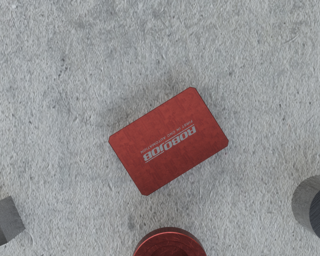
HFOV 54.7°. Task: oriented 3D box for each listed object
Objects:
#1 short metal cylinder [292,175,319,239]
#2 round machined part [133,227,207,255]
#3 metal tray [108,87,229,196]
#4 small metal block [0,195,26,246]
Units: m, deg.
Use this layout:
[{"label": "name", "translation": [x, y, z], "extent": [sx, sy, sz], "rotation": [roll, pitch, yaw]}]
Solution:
[{"label": "short metal cylinder", "translation": [0.221, 0.105, 0.401], "extent": [0.081, 0.050, 0.079], "rotation": [0, 90, -1]}, {"label": "round machined part", "translation": [0.012, 0.177, 0.402], "extent": [0.099, 0.042, 0.097], "rotation": [0, 90, -1]}, {"label": "metal tray", "translation": [0.011, 0.017, 0.408], "extent": [0.130, 0.030, 0.090], "rotation": [-32, 90, -1]}, {"label": "small metal block", "translation": [-0.204, 0.119, 0.395], "extent": [0.025, 0.050, 0.050], "rotation": [-24, 90, 0]}]
